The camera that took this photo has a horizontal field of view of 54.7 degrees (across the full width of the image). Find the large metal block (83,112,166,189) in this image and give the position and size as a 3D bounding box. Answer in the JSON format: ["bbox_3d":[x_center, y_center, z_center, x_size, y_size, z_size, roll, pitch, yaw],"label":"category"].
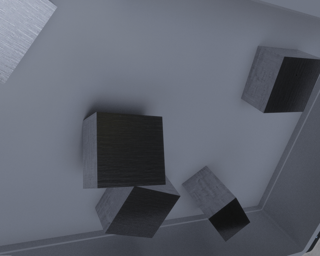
[{"bbox_3d":[-0.043,0.028,0.361,0.081,0.050,0.080,3,78,-30],"label":"large metal block"}]

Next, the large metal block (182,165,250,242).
[{"bbox_3d":[0.089,0.120,0.496,0.050,0.080,0.080,-37,129,-3],"label":"large metal block"}]

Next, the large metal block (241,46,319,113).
[{"bbox_3d":[0.175,-0.069,0.445,0.081,0.050,0.079,-3,120,-27],"label":"large metal block"}]

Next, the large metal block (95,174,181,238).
[{"bbox_3d":[-0.032,0.105,0.440,0.080,0.050,0.080,21,107,-36],"label":"large metal block"}]

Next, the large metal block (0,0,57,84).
[{"bbox_3d":[-0.146,-0.096,0.253,0.080,0.050,0.080,32,101,-38],"label":"large metal block"}]
